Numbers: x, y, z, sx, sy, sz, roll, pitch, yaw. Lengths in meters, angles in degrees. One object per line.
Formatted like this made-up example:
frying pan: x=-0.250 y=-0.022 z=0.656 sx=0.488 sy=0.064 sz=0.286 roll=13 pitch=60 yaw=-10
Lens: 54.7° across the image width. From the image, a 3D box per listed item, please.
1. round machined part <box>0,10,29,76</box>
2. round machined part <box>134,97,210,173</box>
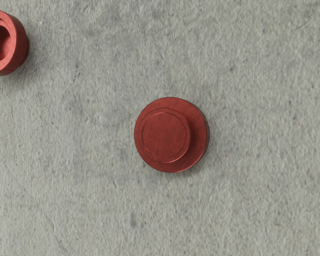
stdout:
round machined part: x=-0.247 y=-0.130 z=0.485 sx=0.098 sy=0.042 sz=0.097 roll=0 pitch=90 yaw=19
round machined part: x=0.011 y=0.009 z=0.395 sx=0.098 sy=0.042 sz=0.097 roll=0 pitch=90 yaw=19
